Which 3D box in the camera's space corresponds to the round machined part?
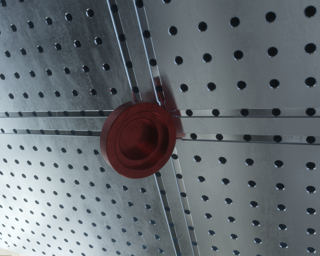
[{"bbox_3d":[-0.031,0.012,0.398,0.042,0.099,0.097,22,134,55],"label":"round machined part"}]
